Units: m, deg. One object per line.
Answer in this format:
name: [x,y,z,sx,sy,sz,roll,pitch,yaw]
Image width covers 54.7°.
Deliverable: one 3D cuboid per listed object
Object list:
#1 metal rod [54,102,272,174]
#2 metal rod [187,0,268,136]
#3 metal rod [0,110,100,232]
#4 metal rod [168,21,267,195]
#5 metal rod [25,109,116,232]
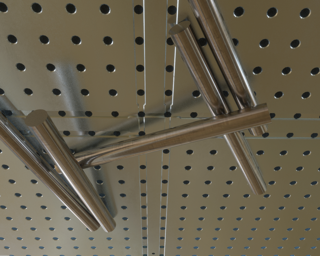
metal rod: [-0.011,0.019,0.407,0.301,0.025,0.025,-15,129,20]
metal rod: [0.061,-0.099,0.328,0.025,0.025,0.300,-23,127,18]
metal rod: [-0.172,0.070,0.468,0.025,0.025,0.299,-17,129,13]
metal rod: [0.089,-0.004,0.409,0.025,0.025,0.299,-22,127,17]
metal rod: [-0.113,0.083,0.448,0.025,0.025,0.299,-7,140,5]
